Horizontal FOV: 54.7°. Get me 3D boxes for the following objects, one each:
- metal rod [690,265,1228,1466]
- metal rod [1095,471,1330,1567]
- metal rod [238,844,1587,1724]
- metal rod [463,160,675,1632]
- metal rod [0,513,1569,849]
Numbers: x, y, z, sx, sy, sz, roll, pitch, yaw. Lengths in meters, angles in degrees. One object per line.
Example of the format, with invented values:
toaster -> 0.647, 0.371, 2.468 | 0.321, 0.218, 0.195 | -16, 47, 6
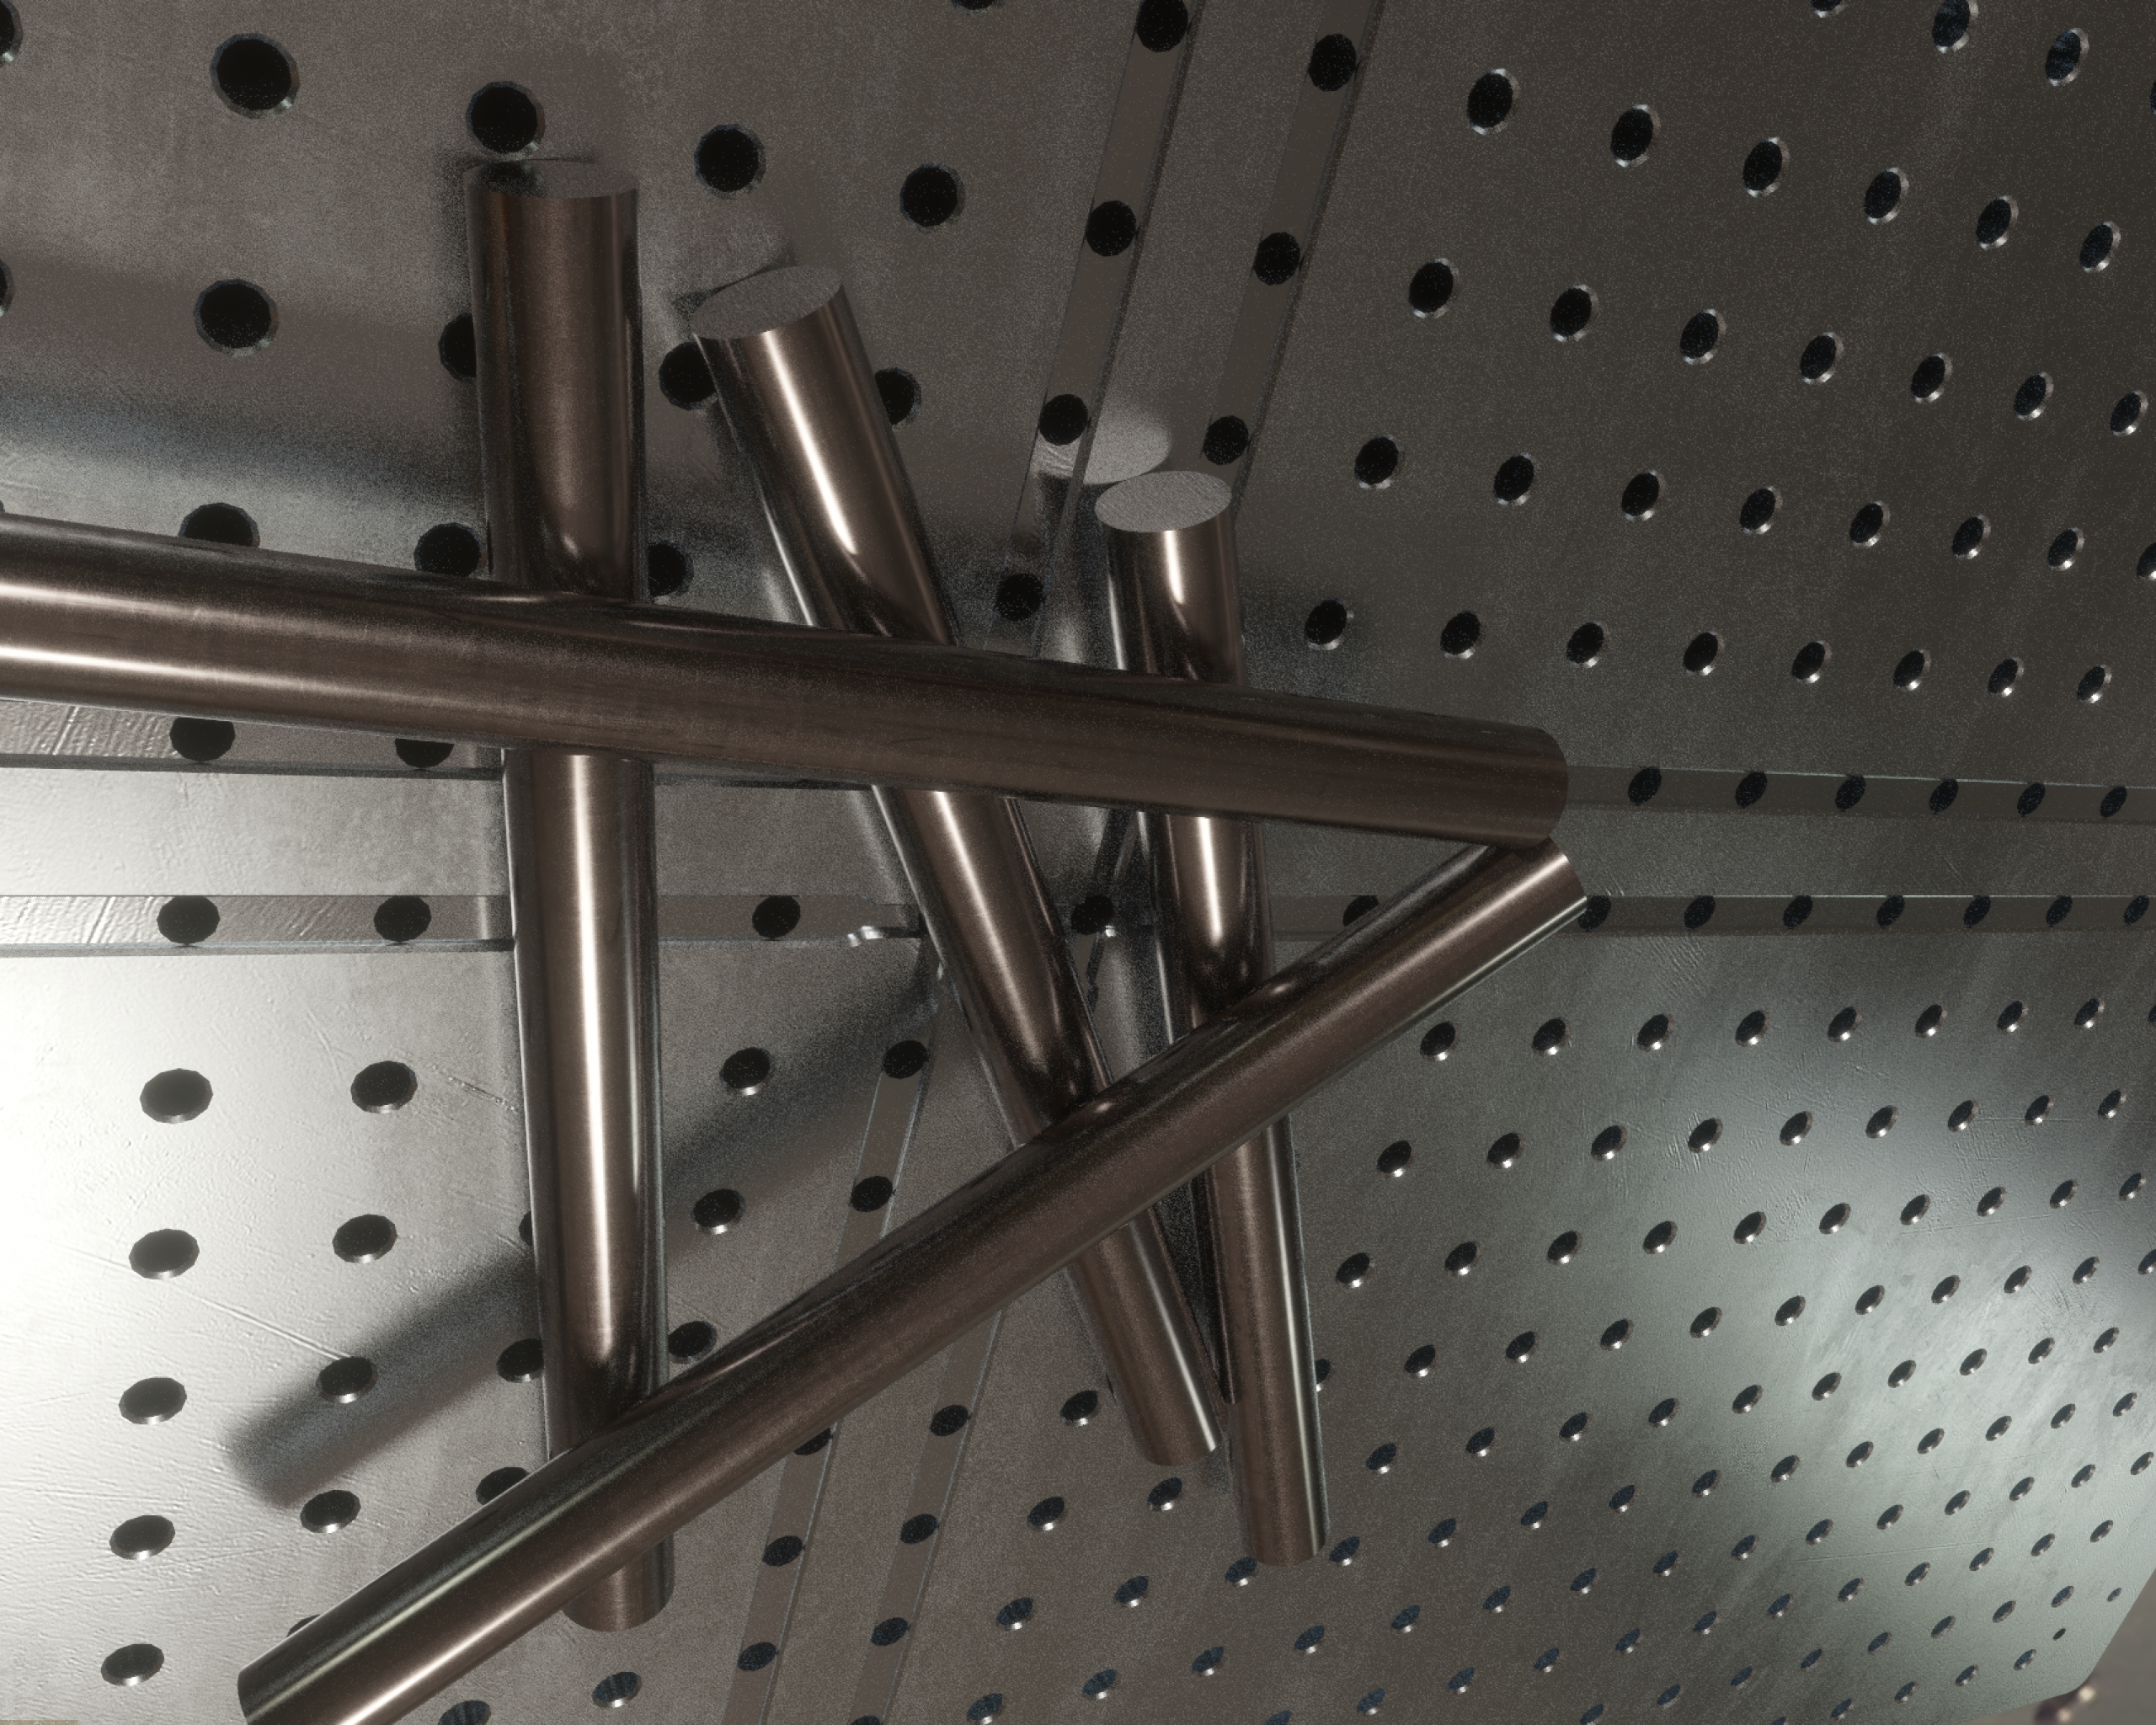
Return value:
metal rod -> -0.012, 0.024, 0.420 | 0.025, 0.025, 0.299 | -27, 128, -12
metal rod -> 0.035, 0.055, 0.466 | 0.025, 0.025, 0.298 | -21, 127, -16
metal rod -> -0.027, 0.082, 0.416 | 0.301, 0.025, 0.025 | -33, 129, -7
metal rod -> -0.089, 0.028, 0.380 | 0.025, 0.025, 0.298 | -9, 123, -24
metal rod -> -0.039, -0.026, 0.343 | 0.302, 0.025, 0.025 | 5, 116, -31
